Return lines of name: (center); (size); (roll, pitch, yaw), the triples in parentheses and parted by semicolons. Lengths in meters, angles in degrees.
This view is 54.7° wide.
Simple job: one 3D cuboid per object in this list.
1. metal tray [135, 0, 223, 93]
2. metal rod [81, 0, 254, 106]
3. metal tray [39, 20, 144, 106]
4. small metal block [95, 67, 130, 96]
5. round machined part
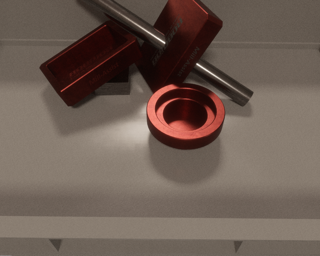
metal tray: (0.020, -0.119, 0.440); (0.030, 0.129, 0.090); (9, 39, -40)
metal rod: (0.001, -0.124, 0.444); (0.301, 0.025, 0.025); (33, 55, 0)
metal tray: (-0.101, -0.098, 0.450); (0.130, 0.030, 0.090); (-37, 48, -9)
small metal block: (-0.071, -0.076, 0.468); (0.050, 0.025, 0.050); (-1, 50, -2)
round machined part: (0.032, -0.011, 0.403); (0.099, 0.042, 0.098); (0, 50, 0)
